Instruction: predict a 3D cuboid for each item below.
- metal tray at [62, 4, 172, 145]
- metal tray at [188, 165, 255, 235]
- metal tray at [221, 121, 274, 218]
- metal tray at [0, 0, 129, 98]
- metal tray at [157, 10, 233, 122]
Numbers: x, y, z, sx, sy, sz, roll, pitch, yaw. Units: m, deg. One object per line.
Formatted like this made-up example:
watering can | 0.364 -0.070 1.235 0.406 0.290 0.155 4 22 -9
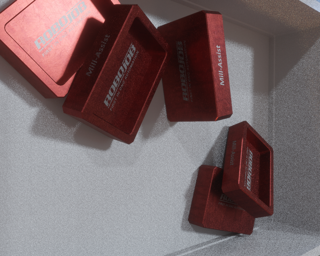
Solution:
metal tray | -0.041 -0.057 0.343 0.090 0.030 0.130 37 72 -54
metal tray | 0.108 0.117 0.497 0.131 0.030 0.090 23 76 -38
metal tray | 0.143 0.063 0.491 0.090 0.030 0.130 40 45 -25
metal tray | -0.098 -0.105 0.319 0.090 0.030 0.130 51 60 -31
metal tray | 0.042 -0.074 0.401 0.030 0.090 0.129 -13 99 -40
